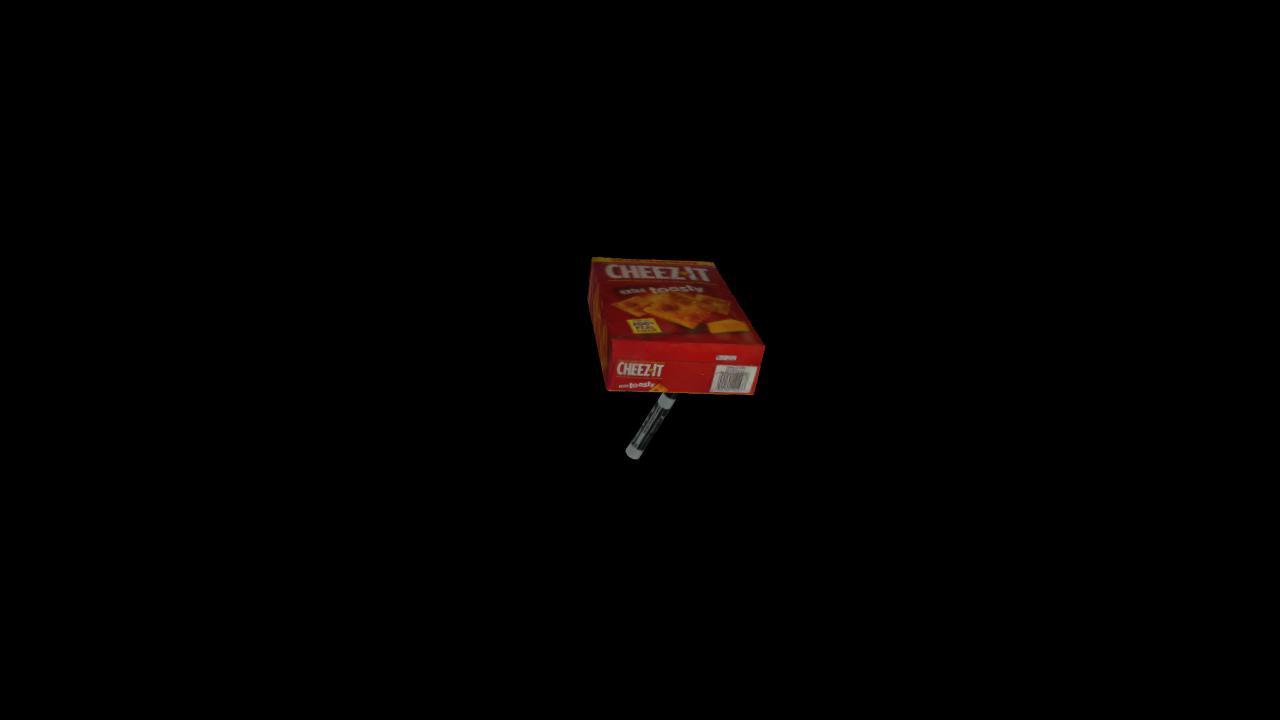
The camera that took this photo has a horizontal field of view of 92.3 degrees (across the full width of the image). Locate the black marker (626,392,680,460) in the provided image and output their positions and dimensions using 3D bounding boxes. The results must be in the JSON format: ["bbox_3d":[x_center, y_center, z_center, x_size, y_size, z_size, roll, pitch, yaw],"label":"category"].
[{"bbox_3d":[0.018,0.063,0.687,0.020,0.121,0.020,23,28,-13],"label":"black marker"}]

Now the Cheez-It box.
[{"bbox_3d":[0.031,-0.048,0.720,0.166,0.071,0.223,2,31,-11],"label":"Cheez-It box"}]
